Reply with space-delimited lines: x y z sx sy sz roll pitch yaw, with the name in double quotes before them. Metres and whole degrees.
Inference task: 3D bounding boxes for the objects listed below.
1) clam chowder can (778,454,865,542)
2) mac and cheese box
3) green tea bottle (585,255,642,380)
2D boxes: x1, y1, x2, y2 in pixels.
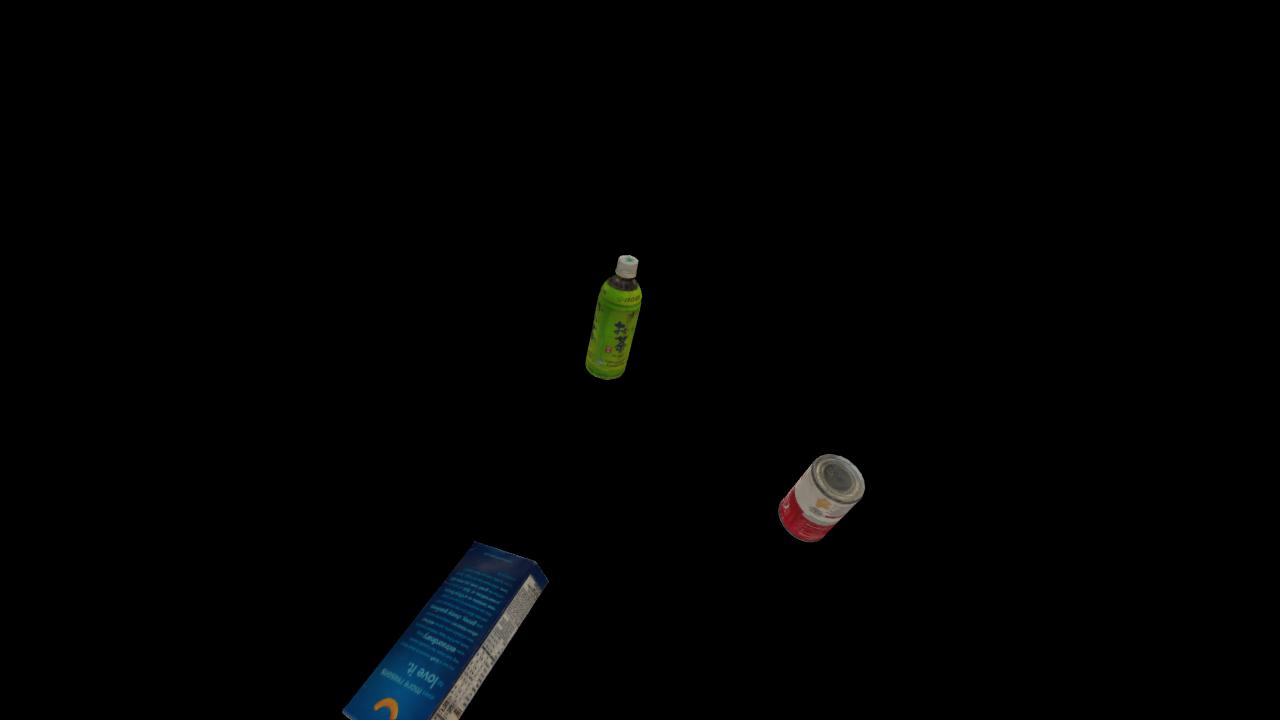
"clam chowder can" 0.220 0.169 0.749 0.068 0.068 0.102 0 -40 -18
"mac and cheese box" -0.174 0.262 0.573 0.093 0.041 0.184 4 41 34
"green tea bottle" -0.039 -0.069 0.987 0.073 0.212 0.073 9 34 -6
